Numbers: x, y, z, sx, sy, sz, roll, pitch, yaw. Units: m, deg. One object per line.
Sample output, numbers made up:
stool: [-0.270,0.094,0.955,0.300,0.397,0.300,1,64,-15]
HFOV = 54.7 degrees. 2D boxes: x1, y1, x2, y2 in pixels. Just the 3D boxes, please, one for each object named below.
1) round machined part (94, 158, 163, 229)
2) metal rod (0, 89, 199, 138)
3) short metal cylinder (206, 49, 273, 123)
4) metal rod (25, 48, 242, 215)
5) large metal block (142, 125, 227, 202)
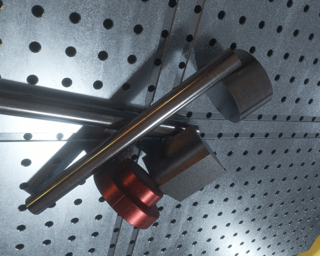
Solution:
round machined part: [-0.034,0.076,0.394,0.042,0.098,0.098,-45,130,3]
metal rod: [-0.078,-0.014,0.360,0.302,0.025,0.025,9,114,-33]
short metal cylinder: [0.097,-0.053,0.398,0.050,0.080,0.080,-33,129,-7]
metal rod: [-0.036,0.008,0.364,0.300,0.025,0.025,-36,130,7]
large metal block: [0.035,0.052,0.427,0.080,0.050,0.080,-34,145,8]
